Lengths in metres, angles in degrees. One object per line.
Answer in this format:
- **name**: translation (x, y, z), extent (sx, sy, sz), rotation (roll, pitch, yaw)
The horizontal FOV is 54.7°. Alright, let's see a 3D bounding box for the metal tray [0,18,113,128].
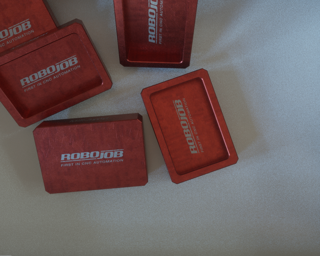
- **metal tray**: translation (-0.137, -0.067, 0.386), extent (0.131, 0.030, 0.090), rotation (-25, 121, -1)

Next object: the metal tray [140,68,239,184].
- **metal tray**: translation (0.038, -0.002, 0.409), extent (0.090, 0.030, 0.129), rotation (-20, 90, -1)

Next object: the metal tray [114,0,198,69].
- **metal tray**: translation (-0.005, -0.130, 0.363), extent (0.091, 0.129, 0.030), rotation (2, 52, -1)

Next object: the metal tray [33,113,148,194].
- **metal tray**: translation (-0.084, 0.032, 0.395), extent (0.131, 0.030, 0.089), rotation (-5, 107, -1)

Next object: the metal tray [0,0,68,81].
- **metal tray**: translation (-0.195, -0.114, 0.394), extent (0.131, 0.030, 0.090), rotation (-25, 107, -1)
